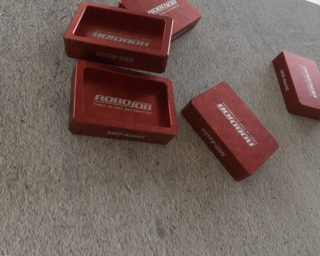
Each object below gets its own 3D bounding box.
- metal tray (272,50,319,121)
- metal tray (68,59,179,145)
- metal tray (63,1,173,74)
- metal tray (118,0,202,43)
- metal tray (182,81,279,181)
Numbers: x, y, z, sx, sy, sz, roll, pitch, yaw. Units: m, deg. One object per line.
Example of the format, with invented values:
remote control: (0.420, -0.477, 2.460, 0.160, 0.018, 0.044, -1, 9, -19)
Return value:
metal tray: (0.275, -0.083, 0.599, 0.091, 0.030, 0.130, 11, 57, -23)
metal tray: (-0.045, -0.031, 0.394, 0.131, 0.030, 0.090, 8, 58, -24)
metal tray: (-0.052, -0.124, 0.419, 0.131, 0.030, 0.090, 10, 51, -3)
metal tray: (0.001, -0.188, 0.515, 0.090, 0.030, 0.131, 45, 51, 3)
metal tray: (0.104, 0.001, 0.456, 0.091, 0.030, 0.130, -31, 79, -38)
